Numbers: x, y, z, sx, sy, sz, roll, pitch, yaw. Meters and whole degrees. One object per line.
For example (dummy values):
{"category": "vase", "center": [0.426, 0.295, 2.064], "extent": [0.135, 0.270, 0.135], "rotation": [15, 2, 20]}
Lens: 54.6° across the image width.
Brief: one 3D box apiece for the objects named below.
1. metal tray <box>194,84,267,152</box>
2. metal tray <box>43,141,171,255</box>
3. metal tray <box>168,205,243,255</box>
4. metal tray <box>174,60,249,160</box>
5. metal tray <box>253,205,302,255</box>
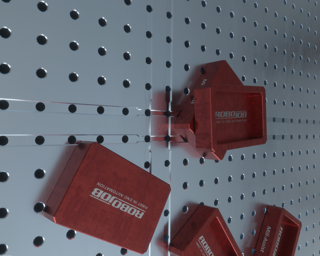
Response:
{"category": "metal tray", "center": [0.107, -0.016, 0.453], "extent": [0.131, 0.030, 0.090], "rotation": [-4, 93, -40]}
{"category": "metal tray", "center": [-0.054, 0.083, 0.360], "extent": [0.130, 0.030, 0.090], "rotation": [36, 68, -34]}
{"category": "metal tray", "center": [0.075, 0.193, 0.467], "extent": [0.090, 0.030, 0.130], "rotation": [-43, 116, -31]}
{"category": "metal tray", "center": [0.085, -0.027, 0.476], "extent": [0.090, 0.030, 0.130], "rotation": [44, 64, -31]}
{"category": "metal tray", "center": [0.223, 0.225, 0.591], "extent": [0.090, 0.030, 0.130], "rotation": [37, 67, -34]}
